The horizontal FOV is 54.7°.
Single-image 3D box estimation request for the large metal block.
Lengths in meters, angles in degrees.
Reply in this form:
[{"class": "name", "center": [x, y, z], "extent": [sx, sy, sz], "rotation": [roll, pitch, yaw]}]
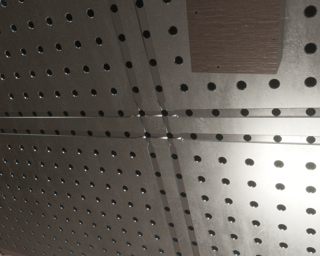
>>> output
[{"class": "large metal block", "center": [0.074, -0.098, 0.295], "extent": [0.080, 0.050, 0.079], "rotation": [6, 121, 24]}]
